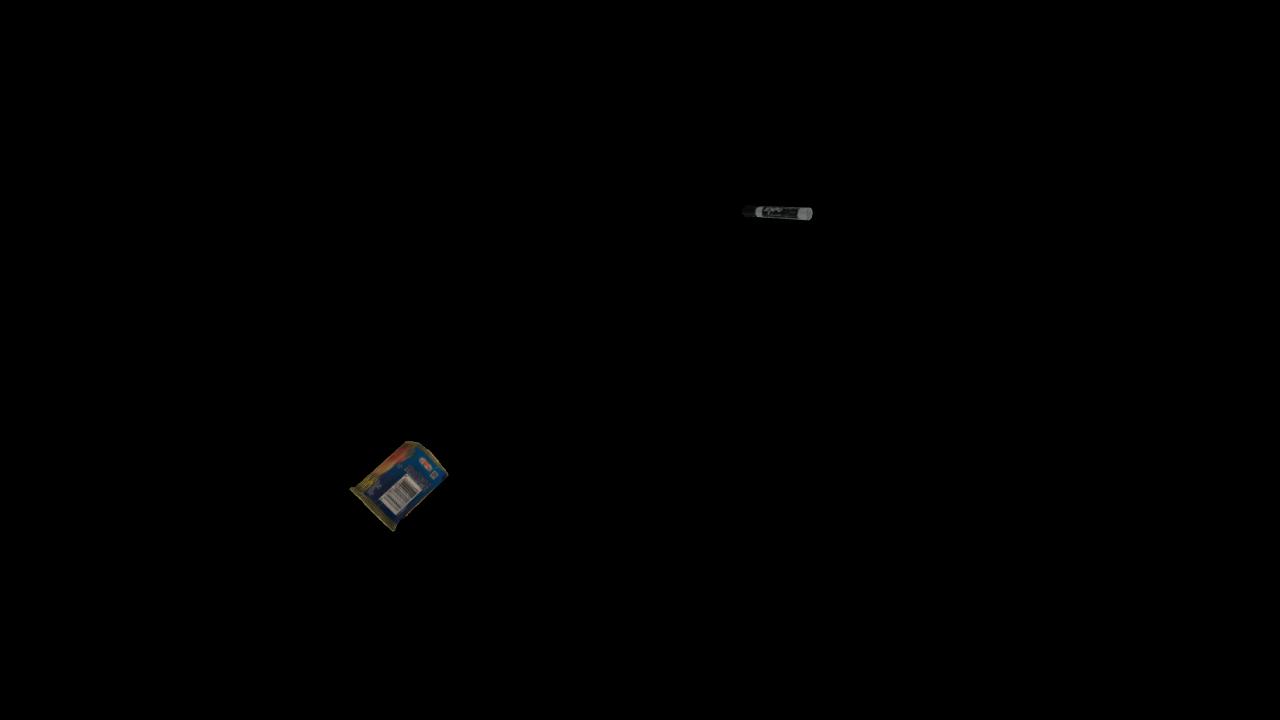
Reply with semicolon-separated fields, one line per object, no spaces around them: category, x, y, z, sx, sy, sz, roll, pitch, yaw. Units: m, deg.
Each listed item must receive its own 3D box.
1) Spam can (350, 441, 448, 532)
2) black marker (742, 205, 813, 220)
Spam can;-0.277;0.142;0.711;0.085;0.058;0.101;-45;19;-26
black marker;0.210;-0.229;0.955;0.020;0.020;0.121;0;12;-45
